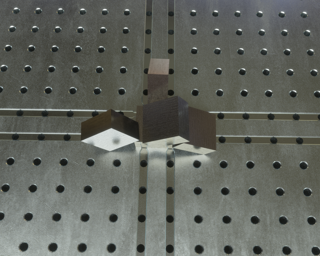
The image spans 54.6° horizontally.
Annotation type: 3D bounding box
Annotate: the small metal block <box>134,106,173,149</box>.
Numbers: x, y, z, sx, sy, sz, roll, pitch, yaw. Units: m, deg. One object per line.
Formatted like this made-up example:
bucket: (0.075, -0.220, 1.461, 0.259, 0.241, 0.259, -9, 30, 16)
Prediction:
small metal block: (-0.006, -0.001, 0.412, 0.050, 0.025, 0.050, 2, 70, 1)

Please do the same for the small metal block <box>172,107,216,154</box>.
small metal block: (0.045, 0.003, 0.399, 0.050, 0.025, 0.050, 14, 67, -28)

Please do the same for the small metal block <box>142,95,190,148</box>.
small metal block: (0.007, -0.006, 0.375, 0.050, 0.025, 0.050, -13, 66, 30)

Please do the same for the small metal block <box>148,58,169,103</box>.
small metal block: (-0.002, -0.058, 0.409, 0.025, 0.050, 0.050, 3, 34, 2)

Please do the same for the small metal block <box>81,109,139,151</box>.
small metal block: (-0.062, 0.004, 0.386, 0.050, 0.050, 0.025, -21, 61, 29)
